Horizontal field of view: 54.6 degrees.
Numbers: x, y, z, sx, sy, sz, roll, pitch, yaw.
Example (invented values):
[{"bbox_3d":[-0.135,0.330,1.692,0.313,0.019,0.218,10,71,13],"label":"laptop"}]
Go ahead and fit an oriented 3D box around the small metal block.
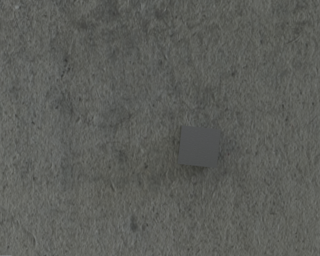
[{"bbox_3d":[0.051,0.024,0.410,0.050,0.025,0.050,6,90,0],"label":"small metal block"}]
